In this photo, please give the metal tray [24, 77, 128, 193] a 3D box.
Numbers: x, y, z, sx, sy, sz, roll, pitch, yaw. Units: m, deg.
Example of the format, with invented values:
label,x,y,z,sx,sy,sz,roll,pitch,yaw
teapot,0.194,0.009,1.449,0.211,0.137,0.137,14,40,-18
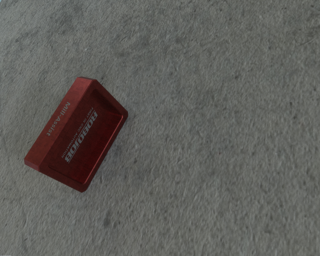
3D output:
label,x,y,z,sx,sy,sz,roll,pitch,yaw
metal tray,-0.103,0.010,0.408,0.030,0.090,0.130,16,70,34
